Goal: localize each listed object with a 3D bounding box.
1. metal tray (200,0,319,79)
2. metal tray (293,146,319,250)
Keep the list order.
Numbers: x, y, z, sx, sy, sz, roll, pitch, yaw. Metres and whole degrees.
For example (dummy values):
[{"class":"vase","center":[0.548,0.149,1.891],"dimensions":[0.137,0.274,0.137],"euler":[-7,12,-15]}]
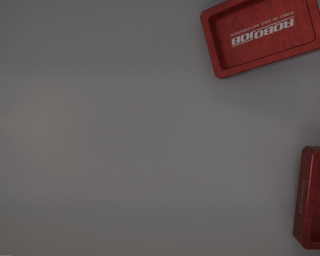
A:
[{"class":"metal tray","center":[0.123,-0.120,0.378],"dimensions":[0.130,0.030,0.090],"euler":[-14,91,30]},{"class":"metal tray","center":[0.229,0.091,0.401],"dimensions":[0.091,0.030,0.129],"euler":[2,99,0]}]
